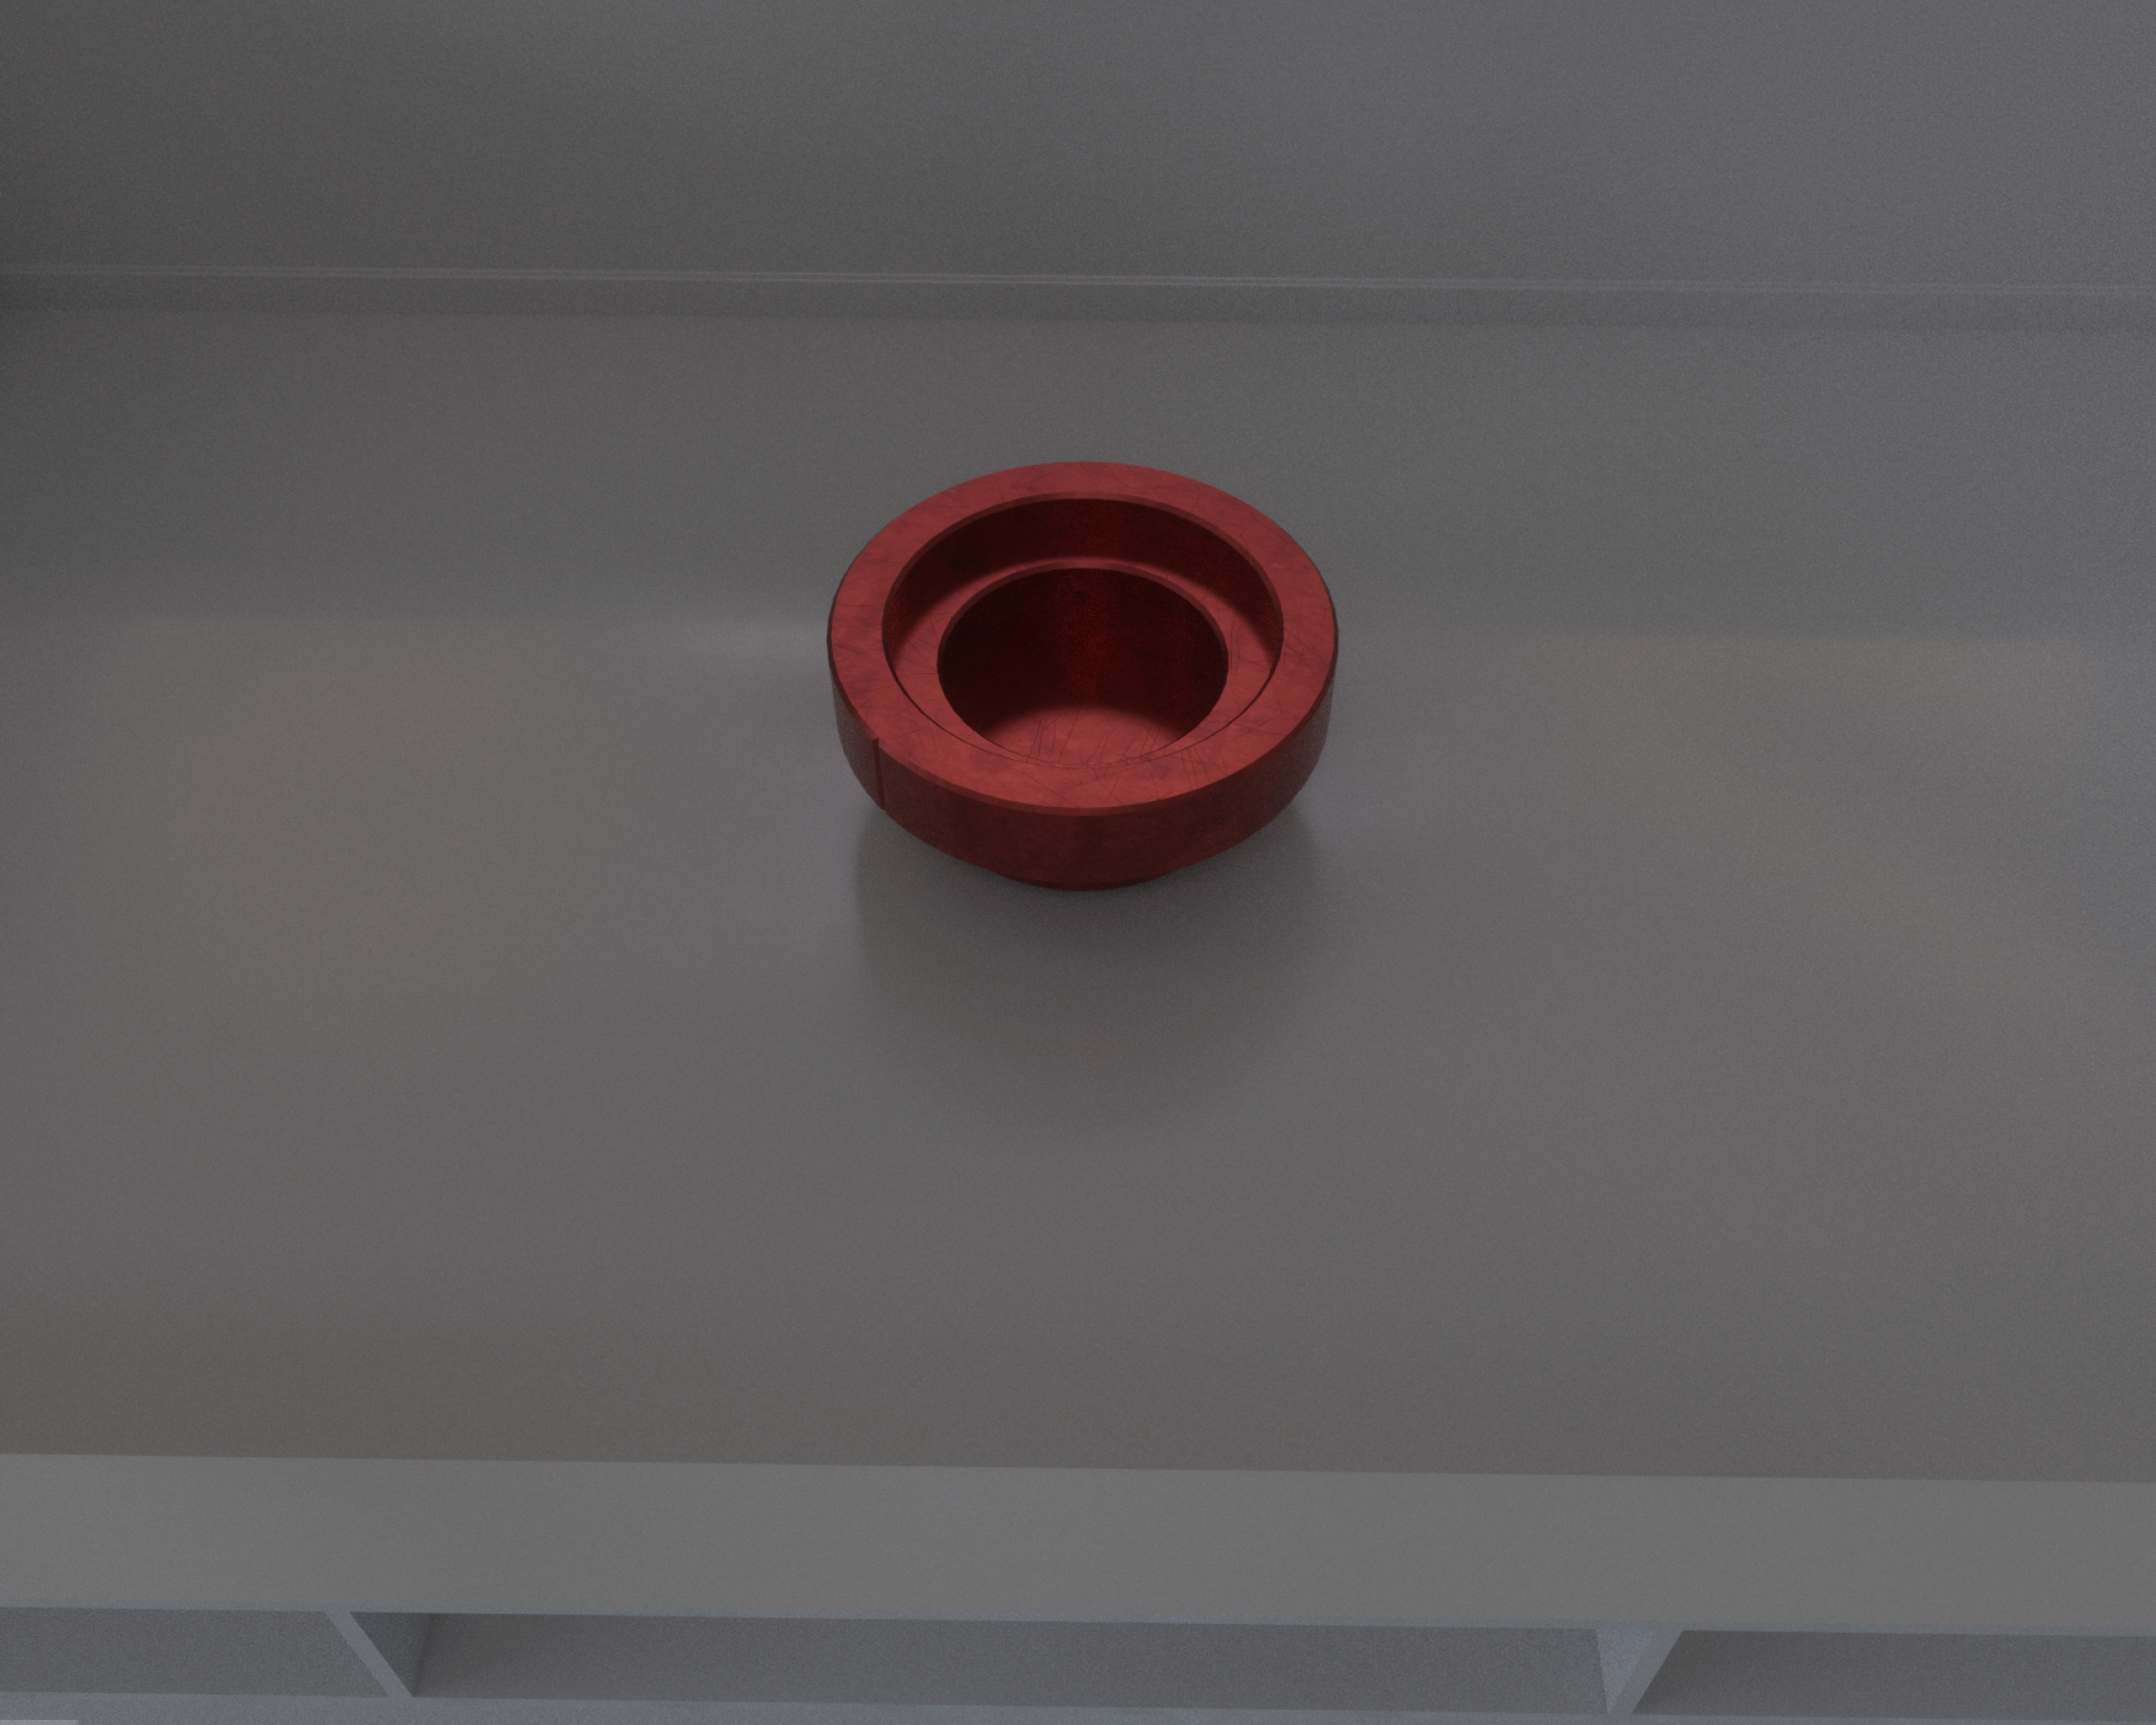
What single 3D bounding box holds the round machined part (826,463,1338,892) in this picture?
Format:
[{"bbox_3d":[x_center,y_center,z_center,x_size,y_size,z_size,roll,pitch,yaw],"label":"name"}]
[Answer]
[{"bbox_3d":[0.001,-0.033,0.418,0.099,0.042,0.098,0,50,0],"label":"round machined part"}]
